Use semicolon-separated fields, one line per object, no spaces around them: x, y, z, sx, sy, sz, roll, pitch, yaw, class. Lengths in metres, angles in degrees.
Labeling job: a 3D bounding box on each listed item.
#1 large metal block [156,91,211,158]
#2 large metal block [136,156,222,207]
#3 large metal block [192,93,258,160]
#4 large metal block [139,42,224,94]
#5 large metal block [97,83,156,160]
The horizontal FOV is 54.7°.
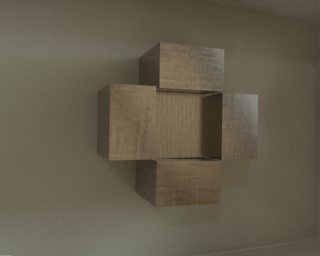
0.017;-0.004;0.401;0.081;0.050;0.080;1;90;-20;large metal block
0.020;0.062;0.387;0.081;0.080;0.050;2;90;-20;large metal block
0.083;-0.002;0.411;0.050;0.080;0.080;1;90;-20;large metal block
0.024;-0.068;0.388;0.081;0.080;0.050;1;90;-20;large metal block
-0.042;-0.006;0.365;0.050;0.080;0.080;1;90;-20;large metal block
